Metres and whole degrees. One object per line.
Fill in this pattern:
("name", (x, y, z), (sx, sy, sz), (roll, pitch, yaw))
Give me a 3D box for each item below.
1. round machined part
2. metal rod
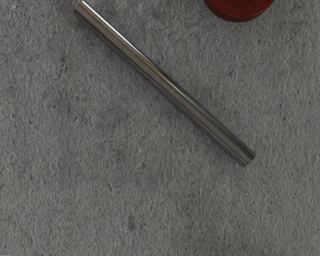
("round machined part", (0.101, -0.185, 0.403), (0.099, 0.042, 0.097), (0, 90, -1))
("metal rod", (0.006, -0.057, 0.410), (0.300, 0.025, 0.025), (42, 90, -1))
